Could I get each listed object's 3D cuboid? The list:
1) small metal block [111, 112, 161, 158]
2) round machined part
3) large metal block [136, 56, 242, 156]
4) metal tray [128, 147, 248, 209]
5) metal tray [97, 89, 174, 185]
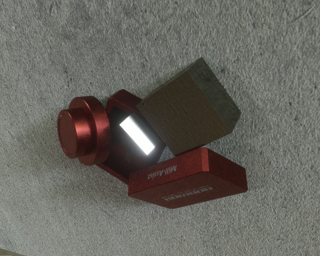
[{"bbox_3d":[-0.034,0.010,0.403,0.050,0.025,0.050,48,157,-9],"label":"small metal block"},{"bbox_3d":[-0.111,0.006,0.432,0.098,0.042,0.097,17,112,49],"label":"round machined part"},{"bbox_3d":[0.034,-0.022,0.361,0.080,0.050,0.080,-30,102,38],"label":"large metal block"},{"bbox_3d":[0.033,0.070,0.401,0.130,0.030,0.090,-25,141,37],"label":"metal tray"},{"bbox_3d":[-0.041,0.021,0.439,0.090,0.030,0.129,30,128,8],"label":"metal tray"}]
